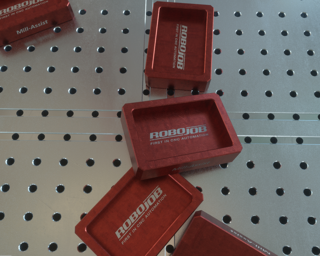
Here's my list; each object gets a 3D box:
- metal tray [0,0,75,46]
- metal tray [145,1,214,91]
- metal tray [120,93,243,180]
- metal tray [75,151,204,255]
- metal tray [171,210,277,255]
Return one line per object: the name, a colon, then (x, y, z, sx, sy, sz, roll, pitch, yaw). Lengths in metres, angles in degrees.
metal tray: (-0.211, -0.188, 0.476, 0.131, 0.030, 0.090, -25, 72, -9)
metal tray: (0.030, -0.121, 0.453, 0.090, 0.030, 0.130, 5, 70, 2)
metal tray: (0.025, 0.007, 0.384, 0.131, 0.030, 0.090, -9, 61, -17)
metal tray: (-0.023, 0.103, 0.371, 0.090, 0.030, 0.130, 40, 75, 13)
metal tray: (0.075, 0.162, 0.335, 0.130, 0.030, 0.090, 29, 92, 10)
